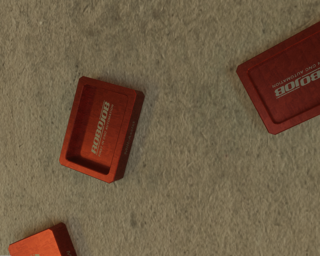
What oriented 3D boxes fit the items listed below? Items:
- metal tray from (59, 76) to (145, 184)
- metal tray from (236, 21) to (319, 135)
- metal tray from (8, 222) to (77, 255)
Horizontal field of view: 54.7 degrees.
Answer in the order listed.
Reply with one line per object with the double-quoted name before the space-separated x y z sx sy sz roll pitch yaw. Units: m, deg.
"metal tray" -0.082 0.001 0.433 0.090 0.030 0.129 17 96 18
"metal tray" 0.165 -0.059 0.348 0.130 0.030 0.090 -28 81 17
"metal tray" -0.164 0.219 0.462 0.090 0.030 0.129 -26 82 17
